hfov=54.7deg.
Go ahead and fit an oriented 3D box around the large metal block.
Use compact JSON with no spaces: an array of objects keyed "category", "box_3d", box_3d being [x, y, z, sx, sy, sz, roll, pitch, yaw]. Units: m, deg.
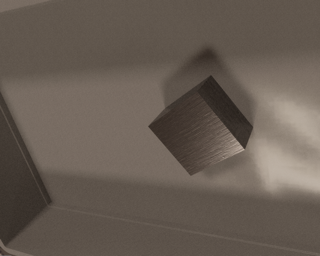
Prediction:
[{"category":"large metal block","box_3d":[0.048,-0.001,0.365,0.080,0.050,0.080,-34,100,38]}]
